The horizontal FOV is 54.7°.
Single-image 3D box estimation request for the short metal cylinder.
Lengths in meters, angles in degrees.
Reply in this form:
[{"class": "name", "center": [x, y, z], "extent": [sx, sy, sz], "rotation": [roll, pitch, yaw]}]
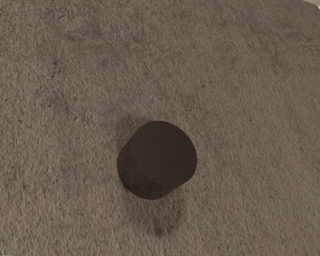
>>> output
[{"class": "short metal cylinder", "center": [-0.004, 0.038, 0.364], "extent": [0.081, 0.050, 0.080], "rotation": [14, 56, -21]}]
